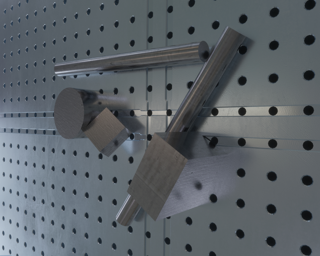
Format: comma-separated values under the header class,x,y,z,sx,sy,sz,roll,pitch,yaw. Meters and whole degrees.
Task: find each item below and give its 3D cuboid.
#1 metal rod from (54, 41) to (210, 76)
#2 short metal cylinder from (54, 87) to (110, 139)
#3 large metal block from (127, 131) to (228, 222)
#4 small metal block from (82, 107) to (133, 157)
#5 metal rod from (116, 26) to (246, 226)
class,x,y,z,sx,sy,sz,roll,pitch,yaw
metal rod,-0.063,-0.098,0.461,0.300,0.025,0.025,4,92,39
short metal cylinder,-0.125,-0.023,0.496,0.080,0.050,0.079,0,90,40
large metal block,0.021,0.051,0.357,0.050,0.081,0.079,39,114,33
small metal block,-0.078,0.006,0.460,0.050,0.025,0.050,-45,59,-2
metal rod,0.016,0.014,0.396,0.025,0.025,0.298,44,116,31
